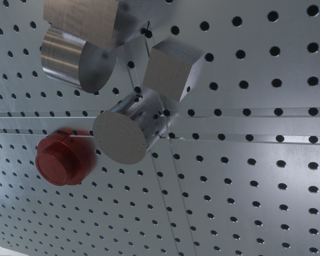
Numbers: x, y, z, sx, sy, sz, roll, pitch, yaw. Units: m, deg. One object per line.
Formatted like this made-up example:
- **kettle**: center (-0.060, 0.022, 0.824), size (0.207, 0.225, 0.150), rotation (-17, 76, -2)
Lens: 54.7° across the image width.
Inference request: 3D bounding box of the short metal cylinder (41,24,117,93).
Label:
- **short metal cylinder**: center (-0.094, -0.087, 0.371), size (0.050, 0.080, 0.079), rotation (21, 126, 16)

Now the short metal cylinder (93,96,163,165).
- **short metal cylinder**: center (-0.043, 0.003, 0.419), size (0.080, 0.050, 0.079), rotation (13, 124, 21)

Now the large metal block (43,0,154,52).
- **large metal block**: center (-0.062, -0.131, 0.327), size (0.080, 0.080, 0.050), rotation (28, 128, 10)

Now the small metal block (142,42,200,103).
- **small metal block**: center (0.012, -0.066, 0.364), size (0.050, 0.025, 0.050), rotation (27, 128, 11)

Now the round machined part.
- **round machined part**: center (-0.171, 0.059, 0.527), size (0.098, 0.042, 0.097), rotation (13, 124, 21)
